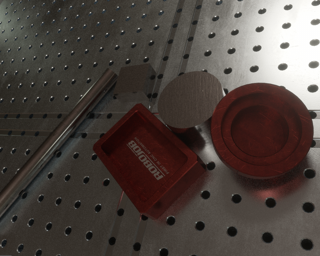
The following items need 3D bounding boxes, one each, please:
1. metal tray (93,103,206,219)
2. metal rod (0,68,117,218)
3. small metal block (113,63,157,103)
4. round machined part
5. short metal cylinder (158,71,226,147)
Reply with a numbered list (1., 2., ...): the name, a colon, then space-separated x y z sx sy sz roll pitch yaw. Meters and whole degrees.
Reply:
1. metal tray: -0.018 0.036 0.390 0.090 0.030 0.130 -44 51 -3
2. metal rod: -0.168 0.028 0.476 0.025 0.025 0.300 32 79 37
3. small metal block: -0.037 -0.067 0.467 0.050 0.025 0.050 -2 60 26
4. round machined part: 0.104 0.005 0.327 0.098 0.042 0.098 -3 73 10
5. short metal cylinder: 0.044 -0.023 0.382 0.080 0.050 0.080 -13 56 20
